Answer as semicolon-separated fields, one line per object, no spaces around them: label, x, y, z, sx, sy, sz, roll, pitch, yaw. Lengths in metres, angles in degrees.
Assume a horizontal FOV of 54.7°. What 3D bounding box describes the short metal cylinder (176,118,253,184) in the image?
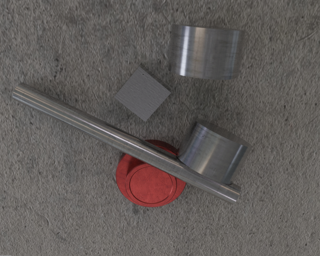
short metal cylinder;0.067;0.027;0.388;0.080;0.080;0.050;24;101;-9

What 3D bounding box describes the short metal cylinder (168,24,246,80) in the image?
short metal cylinder;0.051;-0.088;0.349;0.081;0.080;0.050;4;110;-2

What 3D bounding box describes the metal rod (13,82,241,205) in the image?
metal rod;-0.042;0.018;0.387;0.301;0.025;0.025;25;108;2

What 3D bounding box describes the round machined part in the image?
round machined part;-0.012;0.069;0.426;0.099;0.042;0.097;0;110;0

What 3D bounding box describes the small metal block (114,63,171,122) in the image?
small metal block;-0.022;-0.045;0.393;0.050;0.025;0.050;38;105;-13
